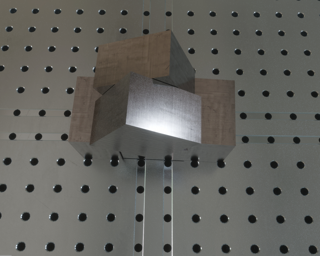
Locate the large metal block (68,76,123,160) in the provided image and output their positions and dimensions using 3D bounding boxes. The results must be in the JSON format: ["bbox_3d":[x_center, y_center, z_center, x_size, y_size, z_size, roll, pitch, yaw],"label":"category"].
[{"bbox_3d":[-0.073,-0.009,0.385,0.050,0.080,0.080,2,70,0],"label":"large metal block"}]

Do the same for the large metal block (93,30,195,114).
[{"bbox_3d":[-0.013,-0.053,0.334,0.080,0.080,0.050,-6,68,22],"label":"large metal block"}]

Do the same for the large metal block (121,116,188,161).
[{"bbox_3d":[-0.006,-0.005,0.398,0.081,0.050,0.080,3,70,0],"label":"large metal block"}]

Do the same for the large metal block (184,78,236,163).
[{"bbox_3d":[0.059,-0.006,0.385,0.050,0.080,0.080,4,70,1],"label":"large metal block"}]

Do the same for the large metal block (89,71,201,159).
[{"bbox_3d":[-0.015,-0.007,0.314,0.081,0.080,0.050,15,66,-30],"label":"large metal block"}]
